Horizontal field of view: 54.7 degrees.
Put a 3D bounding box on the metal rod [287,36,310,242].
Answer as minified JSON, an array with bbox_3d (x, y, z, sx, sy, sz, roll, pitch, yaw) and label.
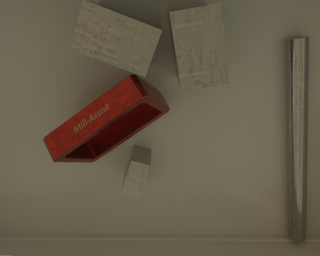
[{"bbox_3d":[0.189,0.029,0.424,0.025,0.025,0.298,-8,110,2],"label":"metal rod"}]

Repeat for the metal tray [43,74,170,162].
[{"bbox_3d":[-0.060,-0.005,0.372,0.130,0.090,0.030,-34,75,11],"label":"metal tray"}]

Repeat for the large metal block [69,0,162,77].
[{"bbox_3d":[-0.044,-0.101,0.344,0.080,0.080,0.050,19,109,-7],"label":"large metal block"}]

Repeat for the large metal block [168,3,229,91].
[{"bbox_3d":[0.040,-0.093,0.348,0.050,0.080,0.079,-9,110,3],"label":"large metal block"}]

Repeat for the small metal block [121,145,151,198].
[{"bbox_3d":[-0.031,0.058,0.419,0.025,0.050,0.050,17,109,-6],"label":"small metal block"}]
